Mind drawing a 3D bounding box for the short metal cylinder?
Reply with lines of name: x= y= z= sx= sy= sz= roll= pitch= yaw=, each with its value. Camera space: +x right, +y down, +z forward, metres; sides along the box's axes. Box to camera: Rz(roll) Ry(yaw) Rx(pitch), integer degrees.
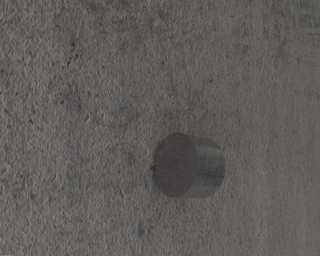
short metal cylinder: x=0.036 y=0.049 z=0.398 sx=0.050 sy=0.080 sz=0.080 roll=13 pitch=82 yaw=-39
